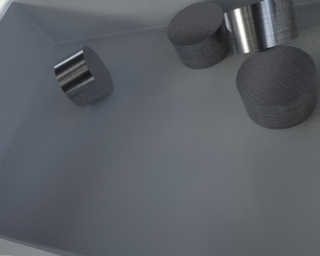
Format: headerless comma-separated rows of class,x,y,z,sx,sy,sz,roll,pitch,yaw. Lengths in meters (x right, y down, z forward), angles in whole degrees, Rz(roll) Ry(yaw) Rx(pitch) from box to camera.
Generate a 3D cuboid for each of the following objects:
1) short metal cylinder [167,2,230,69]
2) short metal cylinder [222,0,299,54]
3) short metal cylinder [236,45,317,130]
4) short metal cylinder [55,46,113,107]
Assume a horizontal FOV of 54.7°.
short metal cylinder,0.057,-0.131,0.440,0.080,0.050,0.080,-13,56,21
short metal cylinder,0.122,-0.126,0.377,0.080,0.050,0.080,-16,16,5
short metal cylinder,0.132,-0.045,0.348,0.080,0.050,0.080,-13,56,21
short metal cylinder,-0.116,-0.079,0.480,0.050,0.080,0.080,-26,53,13
